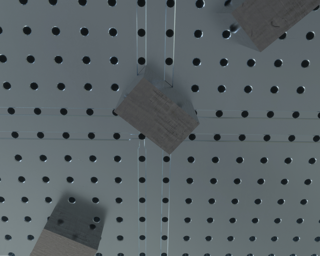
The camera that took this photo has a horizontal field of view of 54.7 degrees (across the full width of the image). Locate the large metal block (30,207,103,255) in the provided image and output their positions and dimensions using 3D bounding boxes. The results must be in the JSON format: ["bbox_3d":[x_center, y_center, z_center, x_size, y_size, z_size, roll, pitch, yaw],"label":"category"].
[{"bbox_3d":[-0.143,0.179,0.464,0.080,0.050,0.080,27,108,-10],"label":"large metal block"}]

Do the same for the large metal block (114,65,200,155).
[{"bbox_3d":[-0.003,-0.025,0.375,0.080,0.080,0.050,39,105,-13],"label":"large metal block"}]

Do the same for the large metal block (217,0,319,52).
[{"bbox_3d":[0.116,-0.133,0.337,0.080,0.080,0.050,-39,106,13],"label":"large metal block"}]
